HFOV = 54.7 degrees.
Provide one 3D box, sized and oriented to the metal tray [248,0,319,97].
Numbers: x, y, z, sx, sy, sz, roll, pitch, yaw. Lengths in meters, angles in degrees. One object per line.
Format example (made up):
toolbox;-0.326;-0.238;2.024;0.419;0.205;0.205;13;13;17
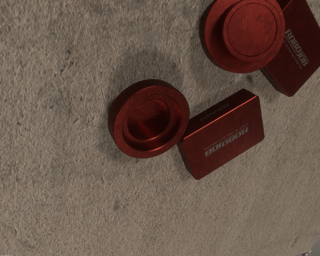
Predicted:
metal tray;0.178;-0.113;0.434;0.130;0.030;0.090;34;99;-39

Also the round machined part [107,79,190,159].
round machined part;-0.017;-0.014;0.379;0.099;0.042;0.097;-14;125;-21

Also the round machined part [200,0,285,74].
round machined part;0.099;-0.112;0.359;0.099;0.042;0.097;-2;105;-7

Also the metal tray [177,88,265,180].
metal tray;0.091;0.010;0.462;0.131;0.030;0.090;-30;129;-10
